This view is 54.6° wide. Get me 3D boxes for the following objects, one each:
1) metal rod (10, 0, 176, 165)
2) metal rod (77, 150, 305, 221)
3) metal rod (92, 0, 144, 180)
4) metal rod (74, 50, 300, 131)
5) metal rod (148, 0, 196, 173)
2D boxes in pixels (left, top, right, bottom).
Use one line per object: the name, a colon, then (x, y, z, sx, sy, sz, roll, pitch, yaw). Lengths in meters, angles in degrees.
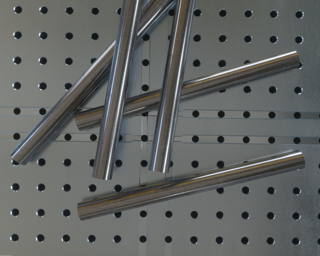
metal rod: (-0.087, -0.070, 0.412, 0.025, 0.025, 0.300, 42, 90, 0)
metal rod: (0.041, 0.076, 0.413, 0.301, 0.025, 0.025, -13, 90, 0)
metal rod: (-0.046, -0.085, 0.386, 0.025, 0.025, 0.299, 10, 90, 0)
metal rod: (0.036, -0.050, 0.413, 0.301, 0.025, 0.025, -16, 90, 0)
metal rod: (0.022, -0.093, 0.393, 0.025, 0.025, 0.299, 9, 82, 0)
